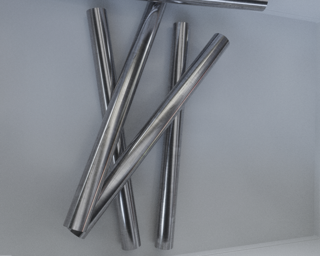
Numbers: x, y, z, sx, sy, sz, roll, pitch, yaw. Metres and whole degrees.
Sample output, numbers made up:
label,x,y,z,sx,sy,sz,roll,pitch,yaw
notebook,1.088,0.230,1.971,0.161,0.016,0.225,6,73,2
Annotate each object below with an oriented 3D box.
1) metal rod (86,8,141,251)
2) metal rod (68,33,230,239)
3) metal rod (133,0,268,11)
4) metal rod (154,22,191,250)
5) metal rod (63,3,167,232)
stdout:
label,x,y,z,sx,sy,sz,roll,pitch,yaw
metal rod,-0.057,0.004,0.389,0.025,0.025,0.298,-9,93,-20
metal rod,-0.006,0.000,0.380,0.025,0.025,0.300,41,77,-16
metal rod,-0.011,-0.169,0.381,0.302,0.025,0.025,1,90,-11
metal rod,0.017,0.009,0.416,0.025,0.025,0.298,5,88,-20
metal rod,-0.046,-0.031,0.367,0.025,0.025,0.299,23,72,-19
